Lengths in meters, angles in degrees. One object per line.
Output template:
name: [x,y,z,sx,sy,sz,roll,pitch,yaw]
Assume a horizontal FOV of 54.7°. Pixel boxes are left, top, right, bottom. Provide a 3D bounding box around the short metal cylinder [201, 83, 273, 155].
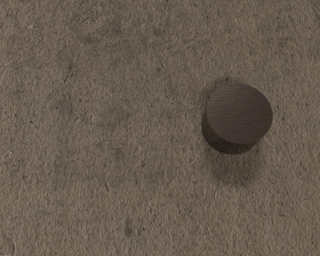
short metal cylinder: [0.097,-0.010,0.400,0.081,0.050,0.080,0,70,0]
